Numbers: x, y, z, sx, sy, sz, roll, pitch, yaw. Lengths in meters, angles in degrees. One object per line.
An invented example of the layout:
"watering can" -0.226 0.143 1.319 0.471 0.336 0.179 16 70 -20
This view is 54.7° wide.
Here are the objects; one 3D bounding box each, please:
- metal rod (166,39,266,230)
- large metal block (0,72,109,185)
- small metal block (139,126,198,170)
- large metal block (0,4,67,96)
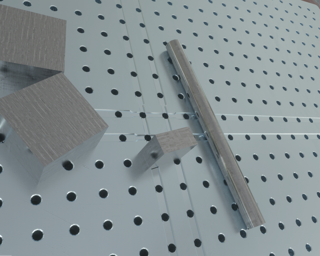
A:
"metal rod" 0.073 -0.004 0.449 0.025 0.025 0.299 -8 66 -32
"large metal block" -0.117 -0.001 0.330 0.080 0.050 0.080 49 51 6
"small metal block" 0.010 0.025 0.382 0.050 0.050 0.025 -13 69 -34
"large metal block" -0.157 -0.089 0.362 0.081 0.050 0.080 7 59 -25
